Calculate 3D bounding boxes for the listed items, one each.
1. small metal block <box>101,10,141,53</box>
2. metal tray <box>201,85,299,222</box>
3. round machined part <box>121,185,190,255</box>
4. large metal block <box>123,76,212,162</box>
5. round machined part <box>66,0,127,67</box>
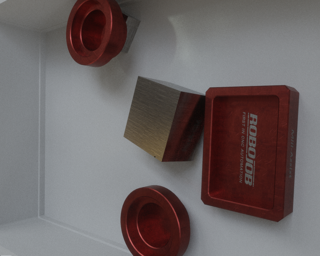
[{"bbox_3d":[-0.062,-0.146,0.456,0.050,0.025,0.050,39,114,32],"label":"small metal block"},{"bbox_3d":[0.092,0.022,0.326,0.090,0.030,0.129,4,92,39],"label":"metal tray"},{"bbox_3d":[-0.001,0.122,0.395,0.098,0.042,0.097,0,90,39],"label":"round machined part"},{"bbox_3d":[0.007,-0.012,0.375,0.080,0.050,0.079,28,108,47],"label":"large metal block"},{"bbox_3d":[-0.084,-0.133,0.430,0.098,0.042,0.097,0,91,39],"label":"round machined part"}]
